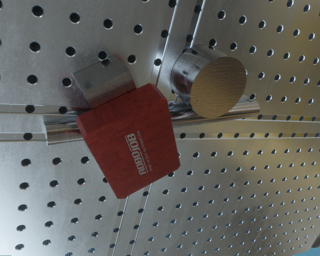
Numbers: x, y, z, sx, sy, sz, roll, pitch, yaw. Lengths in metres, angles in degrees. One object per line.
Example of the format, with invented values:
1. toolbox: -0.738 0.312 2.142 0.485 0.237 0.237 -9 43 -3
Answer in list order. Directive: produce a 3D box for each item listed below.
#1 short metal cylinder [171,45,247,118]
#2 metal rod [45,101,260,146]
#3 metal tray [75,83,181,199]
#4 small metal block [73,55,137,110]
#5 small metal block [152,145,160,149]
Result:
1. short metal cylinder: 0.061 -0.059 0.393 0.081 0.050 0.079 -14 125 -21
2. metal rod: 0.008 -0.011 0.411 0.303 0.025 0.025 -8 122 -25
3. metal tray: -0.029 0.021 0.356 0.091 0.030 0.129 -27 139 -11
4. small metal block: -0.060 -0.049 0.332 0.050 0.050 0.025 -28 128 -11
5. small metal block: -0.019 0.041 0.426 0.050 0.025 0.050 -21 127 -16
